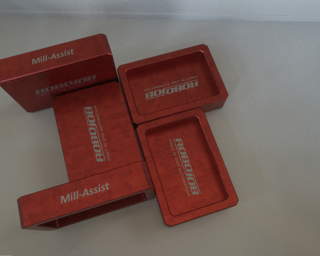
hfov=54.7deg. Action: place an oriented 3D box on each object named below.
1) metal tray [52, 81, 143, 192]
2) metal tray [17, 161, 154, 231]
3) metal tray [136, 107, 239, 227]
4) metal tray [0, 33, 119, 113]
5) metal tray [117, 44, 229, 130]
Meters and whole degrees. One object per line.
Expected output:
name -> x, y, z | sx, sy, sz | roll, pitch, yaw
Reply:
metal tray -> -0.079, 0.011, 0.399 | 0.091, 0.030, 0.130 | -16, 71, -6
metal tray -> -0.073, 0.078, 0.343 | 0.131, 0.090, 0.030 | -16, 71, -6
metal tray -> 0.031, 0.047, 0.388 | 0.091, 0.030, 0.130 | -16, 71, -6
metal tray -> -0.122, -0.066, 0.394 | 0.131, 0.090, 0.030 | -17, 71, -7
metal tray -> 0.016, -0.057, 0.426 | 0.131, 0.030, 0.090 | -16, 71, -6
